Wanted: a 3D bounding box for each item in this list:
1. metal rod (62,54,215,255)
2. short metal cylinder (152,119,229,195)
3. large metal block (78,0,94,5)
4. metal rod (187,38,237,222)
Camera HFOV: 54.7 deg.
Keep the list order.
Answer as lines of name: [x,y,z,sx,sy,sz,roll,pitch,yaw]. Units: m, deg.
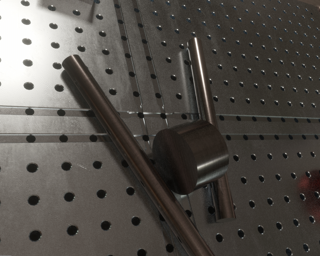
metal rod: [-0.030,0.034,0.372,0.025,0.025,0.299,-27,77,-37]
short metal cylinder: [0.035,0.034,0.373,0.050,0.080,0.080,-17,71,-35]
large metal block: [-0.133,-0.247,0.472,0.081,0.050,0.080,13,56,-22]
metal rod: [0.071,-0.015,0.457,0.025,0.025,0.299,9,58,-24]
